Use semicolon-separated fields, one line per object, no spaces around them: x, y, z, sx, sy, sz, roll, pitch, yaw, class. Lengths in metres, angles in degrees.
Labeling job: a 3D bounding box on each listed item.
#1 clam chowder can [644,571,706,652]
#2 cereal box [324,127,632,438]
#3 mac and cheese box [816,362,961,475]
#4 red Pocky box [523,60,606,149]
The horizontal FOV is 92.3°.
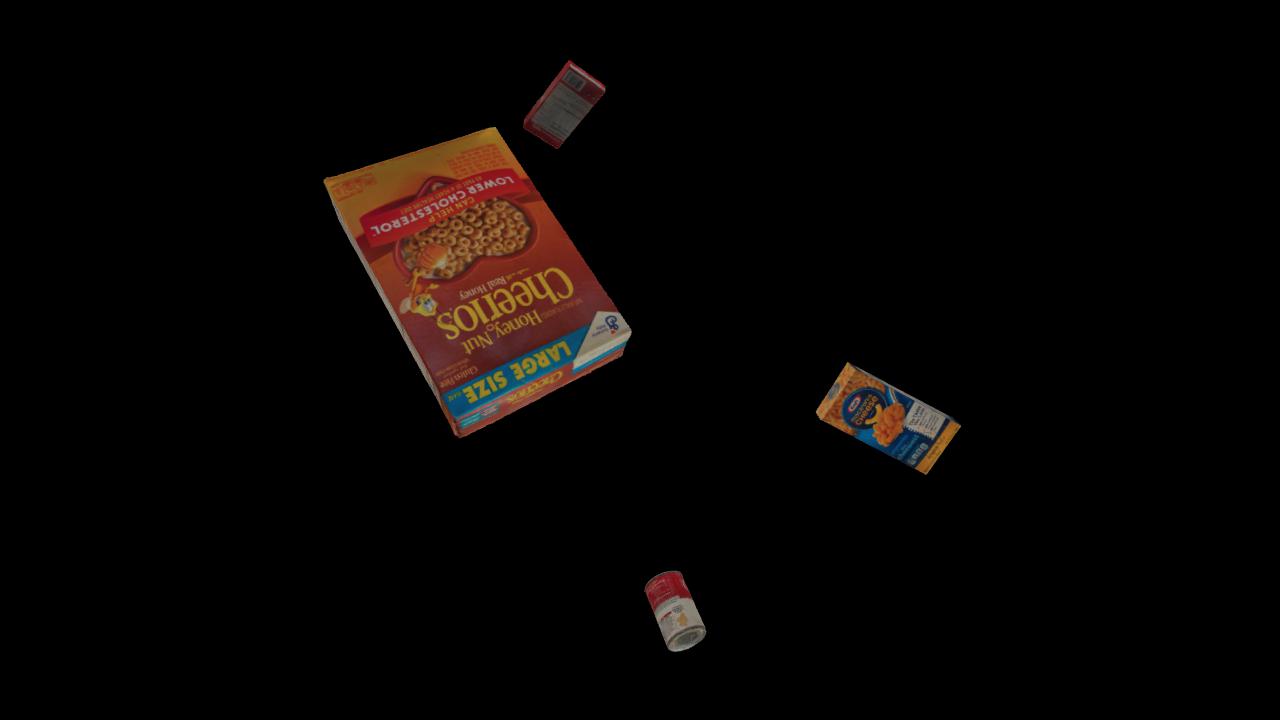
0.056;0.399;0.979;0.068;0.068;0.102;0;38;-25;clam chowder can
-0.174;-0.095;0.666;0.203;0.306;0.081;-27;-17;-22;cereal box
0.365;0.087;0.907;0.184;0.093;0.041;27;17;-5;mac and cheese box
-0.143;-0.473;1.148;0.083;0.028;0.155;23;-44;-35;red Pocky box
